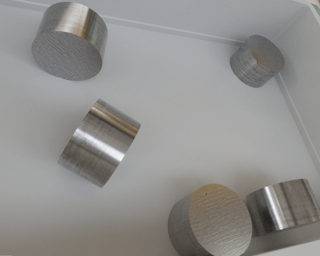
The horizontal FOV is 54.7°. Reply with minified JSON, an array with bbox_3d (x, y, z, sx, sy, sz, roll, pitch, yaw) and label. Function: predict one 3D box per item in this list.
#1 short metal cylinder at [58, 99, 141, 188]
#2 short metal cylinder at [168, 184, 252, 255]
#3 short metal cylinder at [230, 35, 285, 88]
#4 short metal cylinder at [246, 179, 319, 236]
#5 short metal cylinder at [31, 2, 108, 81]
[{"bbox_3d":[-0.063,0.016,0.327,0.050,0.080,0.080,32,52,-8],"label":"short metal cylinder"},{"bbox_3d":[0.056,0.110,0.352,0.081,0.050,0.080,14,56,-21],"label":"short metal cylinder"},{"bbox_3d":[0.174,-0.119,0.556,0.081,0.050,0.080,14,56,-21],"label":"short metal cylinder"},{"bbox_3d":[0.156,0.102,0.392,0.081,0.080,0.050,1,62,-28],"label":"short metal cylinder"},{"bbox_3d":[-0.107,-0.103,0.375,0.081,0.080,0.050,16,56,-20],"label":"short metal cylinder"}]
